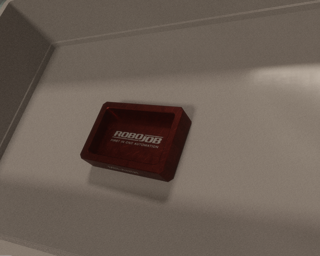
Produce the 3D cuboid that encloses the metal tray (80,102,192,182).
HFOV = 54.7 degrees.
[{"bbox_3d":[-0.033,0.014,0.409,0.130,0.030,0.090,7,65,30],"label":"metal tray"}]
